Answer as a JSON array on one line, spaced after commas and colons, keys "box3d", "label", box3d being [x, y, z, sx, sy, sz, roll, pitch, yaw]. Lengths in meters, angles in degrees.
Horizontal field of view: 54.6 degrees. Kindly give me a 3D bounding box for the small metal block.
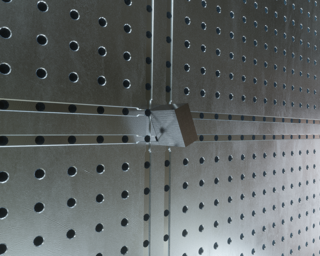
[{"box3d": [0.017, -0.004, 0.406, 0.025, 0.050, 0.050, -28, 108, -36], "label": "small metal block"}]
